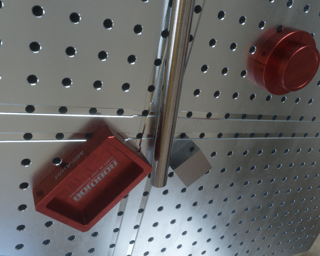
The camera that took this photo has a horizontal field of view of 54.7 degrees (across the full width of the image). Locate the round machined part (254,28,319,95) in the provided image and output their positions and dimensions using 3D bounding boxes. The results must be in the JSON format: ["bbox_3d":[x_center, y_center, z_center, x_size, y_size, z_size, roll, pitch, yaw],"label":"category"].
[{"bbox_3d":[0.190,-0.092,0.450,0.099,0.042,0.097,-14,125,-21],"label":"round machined part"}]

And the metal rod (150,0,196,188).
[{"bbox_3d":[0.014,-0.049,0.390,0.025,0.025,0.298,-7,122,-25],"label":"metal rod"}]

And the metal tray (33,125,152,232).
[{"bbox_3d":[-0.085,0.069,0.405,0.130,0.030,0.090,-44,130,2],"label":"metal tray"}]

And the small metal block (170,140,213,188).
[{"bbox_3d":[0.045,0.056,0.472,0.050,0.025,0.050,-38,130,-3],"label":"small metal block"}]
